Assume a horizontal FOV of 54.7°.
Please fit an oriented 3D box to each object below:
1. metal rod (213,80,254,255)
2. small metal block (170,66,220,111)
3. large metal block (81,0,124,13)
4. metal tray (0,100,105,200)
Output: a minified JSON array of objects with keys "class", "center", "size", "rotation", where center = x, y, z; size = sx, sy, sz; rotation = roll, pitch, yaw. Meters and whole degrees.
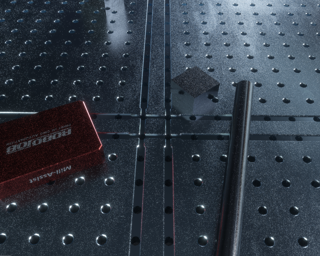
[{"class":"metal rod","center":[0.090,0.050,0.366],"size":[0.025,0.025,0.300],"rotation":[11,51,9]},{"class":"small metal block","center":[0.051,-0.060,0.459],"size":[0.050,0.025,0.050],"rotation":[-32,57,-24]},{"class":"large metal block","center":[-0.121,-0.289,0.613],"size":[0.080,0.080,0.050],"rotation":[34,58,24]},{"class":"metal tray","center":[-0.145,0.022,0.384],"size":[0.131,0.030,0.090],"rotation":[-19,53,-16]}]
